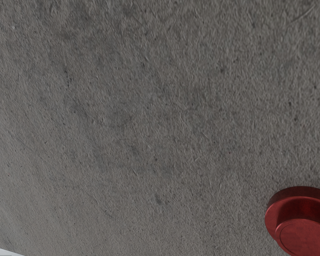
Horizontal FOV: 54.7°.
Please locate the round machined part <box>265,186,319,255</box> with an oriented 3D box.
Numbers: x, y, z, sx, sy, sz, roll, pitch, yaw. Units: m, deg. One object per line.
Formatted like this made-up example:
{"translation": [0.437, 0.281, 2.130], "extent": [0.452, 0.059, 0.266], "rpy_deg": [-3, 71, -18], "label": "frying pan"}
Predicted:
{"translation": [0.179, 0.123, 0.377], "extent": [0.098, 0.042, 0.097], "rpy_deg": [13, 124, 21], "label": "round machined part"}
